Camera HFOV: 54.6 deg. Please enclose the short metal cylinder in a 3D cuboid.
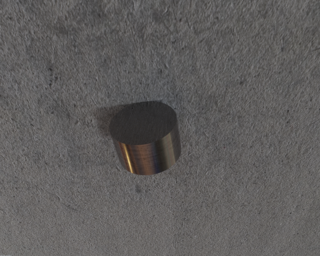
[{"bbox_3d":[-0.016,0.011,0.380,0.080,0.080,0.050,-6,130,5],"label":"short metal cylinder"}]
